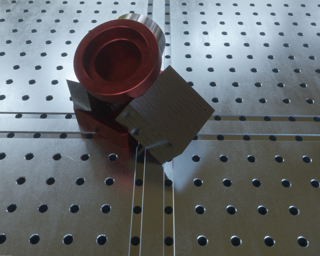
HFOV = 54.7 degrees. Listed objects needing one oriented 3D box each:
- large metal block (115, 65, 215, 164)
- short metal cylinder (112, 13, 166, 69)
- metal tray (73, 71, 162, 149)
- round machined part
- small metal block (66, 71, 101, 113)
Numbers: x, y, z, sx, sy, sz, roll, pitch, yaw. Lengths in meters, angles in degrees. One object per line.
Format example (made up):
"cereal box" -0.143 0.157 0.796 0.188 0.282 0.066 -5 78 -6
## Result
"large metal block" 0.007 -0.016 0.381 0.080 0.050 0.080 44 57 -5
"short metal cylinder" -0.037 -0.106 0.421 0.080 0.080 0.050 10 51 8
"metal tray" -0.044 -0.040 0.438 0.090 0.030 0.131 28 55 21
"round machined part" -0.046 -0.074 0.361 0.098 0.042 0.098 -4 70 10
"small metal block" -0.091 -0.057 0.397 0.025 0.050 0.050 15 52 12
